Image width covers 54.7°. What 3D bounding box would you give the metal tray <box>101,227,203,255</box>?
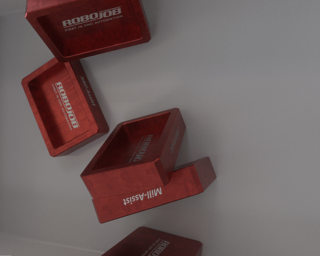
[{"bbox_3d":[-0.010,0.158,0.358,0.090,0.130,0.030,8,93,20],"label":"metal tray"}]

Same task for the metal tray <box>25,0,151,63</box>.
[{"bbox_3d":[-0.085,-0.135,0.388,0.131,0.090,0.030,-12,61,6],"label":"metal tray"}]

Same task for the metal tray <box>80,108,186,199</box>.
[{"bbox_3d":[-0.024,0.024,0.363,0.090,0.130,0.030,-14,113,19],"label":"metal tray"}]

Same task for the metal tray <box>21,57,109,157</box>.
[{"bbox_3d":[-0.141,-0.033,0.457,0.090,0.030,0.130,-27,81,17],"label":"metal tray"}]

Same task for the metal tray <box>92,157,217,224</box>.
[{"bbox_3d":[-0.004,0.073,0.376,0.130,0.090,0.030,-22,84,18],"label":"metal tray"}]
